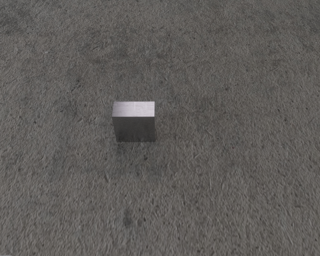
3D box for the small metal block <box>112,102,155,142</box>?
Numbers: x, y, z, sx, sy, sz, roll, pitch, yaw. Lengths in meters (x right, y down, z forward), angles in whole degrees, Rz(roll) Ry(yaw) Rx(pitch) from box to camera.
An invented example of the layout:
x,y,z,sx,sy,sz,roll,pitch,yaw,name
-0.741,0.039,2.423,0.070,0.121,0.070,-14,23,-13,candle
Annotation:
x,y,z,sx,sy,sz,roll,pitch,yaw,name
-0.032,-0.007,0.393,0.050,0.050,0.025,0,50,0,small metal block
